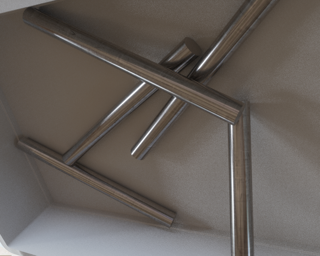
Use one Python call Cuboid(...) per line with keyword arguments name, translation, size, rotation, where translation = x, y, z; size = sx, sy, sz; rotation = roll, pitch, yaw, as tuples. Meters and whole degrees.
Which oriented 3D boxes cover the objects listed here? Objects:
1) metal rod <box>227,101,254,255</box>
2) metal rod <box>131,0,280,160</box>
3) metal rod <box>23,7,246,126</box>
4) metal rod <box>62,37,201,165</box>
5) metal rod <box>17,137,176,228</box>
Cuboid(name="metal rod", translation=(0.091, 0.120, 0.344), size=(0.025, 0.025, 0.298), rotation=(-2, 88, 29))
Cuboid(name="metal rod", translation=(0.042, -0.054, 0.352), size=(0.025, 0.025, 0.298), rotation=(40, 129, 1))
Cuboid(name="metal rod", translation=(-0.046, -0.080, 0.358), size=(0.300, 0.025, 0.025), rotation=(28, 128, 20))
Cuboid(name="metal rod", translation=(-0.058, -0.019, 0.427), size=(0.025, 0.025, 0.299), rotation=(49, 129, -6))
Cuboid(name="metal rod", translation=(-0.113, 0.087, 0.522), size=(0.301, 0.025, 0.025), rotation=(24, 127, 13))
